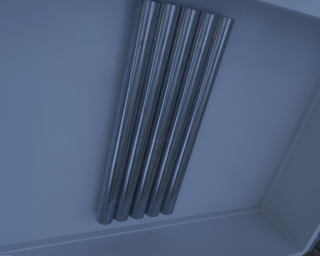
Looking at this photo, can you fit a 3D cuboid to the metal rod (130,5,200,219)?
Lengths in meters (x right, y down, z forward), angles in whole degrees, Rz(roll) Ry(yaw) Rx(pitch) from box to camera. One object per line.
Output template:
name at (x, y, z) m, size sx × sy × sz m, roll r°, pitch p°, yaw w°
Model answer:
metal rod at (-0.002, -0.002, 0.405) m, size 0.025 × 0.025 × 0.298 m, roll 0°, pitch 118°, yaw -29°

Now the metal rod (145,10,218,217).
metal rod at (0.021, -0.001, 0.417) m, size 0.025 × 0.025 × 0.298 m, roll 0°, pitch 118°, yaw -29°

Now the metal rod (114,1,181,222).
metal rod at (-0.024, -0.002, 0.392) m, size 0.025 × 0.025 × 0.298 m, roll 0°, pitch 118°, yaw -29°

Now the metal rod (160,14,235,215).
metal rod at (0.043, -0.001, 0.430) m, size 0.025 × 0.025 × 0.298 m, roll 0°, pitch 118°, yaw -29°

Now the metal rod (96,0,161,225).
metal rod at (-0.045, -0.001, 0.381) m, size 0.025 × 0.025 × 0.298 m, roll 0°, pitch 118°, yaw -29°
